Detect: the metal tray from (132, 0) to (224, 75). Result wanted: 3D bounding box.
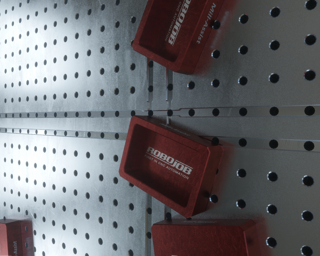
[{"bbox_3d":[0.024,-0.143,0.387,0.090,0.030,0.129,35,112,34],"label":"metal tray"}]

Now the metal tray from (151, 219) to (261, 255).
[{"bbox_3d":[0.052,0.156,0.364,0.130,0.030,0.090,-13,82,39],"label":"metal tray"}]

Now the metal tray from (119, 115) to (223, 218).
[{"bbox_3d":[0.008,0.044,0.400,0.130,0.030,0.089,23,105,37],"label":"metal tray"}]

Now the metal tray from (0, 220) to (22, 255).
[{"bbox_3d":[-0.344,0.274,0.693,0.090,0.030,0.129,-11,83,39],"label":"metal tray"}]
